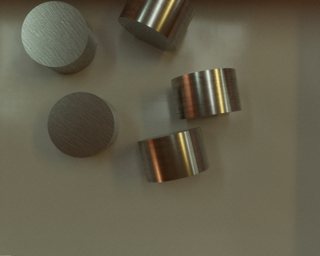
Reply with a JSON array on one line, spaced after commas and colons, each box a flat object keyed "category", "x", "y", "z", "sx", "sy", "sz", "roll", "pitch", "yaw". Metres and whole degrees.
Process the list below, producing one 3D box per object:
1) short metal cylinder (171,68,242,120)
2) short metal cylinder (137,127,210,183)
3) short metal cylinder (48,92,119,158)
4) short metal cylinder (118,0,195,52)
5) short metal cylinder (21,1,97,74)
[{"category": "short metal cylinder", "x": 0.057, "y": -0.040, "z": 0.384, "sx": 0.080, "sy": 0.080, "sz": 0.050, "roll": -9, "pitch": 90, "yaw": 0}, {"category": "short metal cylinder", "x": 0.016, "y": 0.032, "z": 0.384, "sx": 0.080, "sy": 0.080, "sz": 0.050, "roll": -13, "pitch": 90, "yaw": 0}, {"category": "short metal cylinder", "x": -0.095, "y": -0.004, "z": 0.398, "sx": 0.081, "sy": 0.050, "sz": 0.080, "roll": 0, "pitch": 90, "yaw": 0}, {"category": "short metal cylinder", "x": -0.004, "y": -0.137, "z": 0.384, "sx": 0.080, "sy": 0.080, "sz": 0.050, "roll": 26, "pitch": 90, "yaw": 0}, {"category": "short metal cylinder", "x": -0.127, "y": -0.113, "z": 0.398, "sx": 0.081, "sy": 0.050, "sz": 0.080, "roll": 0, "pitch": 90, "yaw": 0}]
